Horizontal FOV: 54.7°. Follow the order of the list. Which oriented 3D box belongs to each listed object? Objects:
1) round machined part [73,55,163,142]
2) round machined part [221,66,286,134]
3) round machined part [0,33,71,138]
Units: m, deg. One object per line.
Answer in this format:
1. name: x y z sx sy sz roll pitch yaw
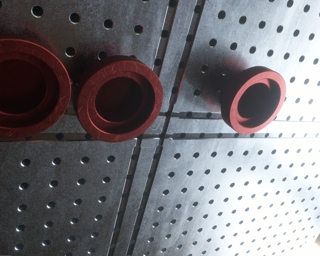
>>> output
1. round machined part: -0.050 -0.036 0.352 0.099 0.042 0.097 -14 125 -21
2. round machined part: 0.128 -0.043 0.446 0.099 0.042 0.097 -14 125 -21
3. round machined part: -0.140 -0.042 0.298 0.099 0.042 0.097 -14 125 -21
